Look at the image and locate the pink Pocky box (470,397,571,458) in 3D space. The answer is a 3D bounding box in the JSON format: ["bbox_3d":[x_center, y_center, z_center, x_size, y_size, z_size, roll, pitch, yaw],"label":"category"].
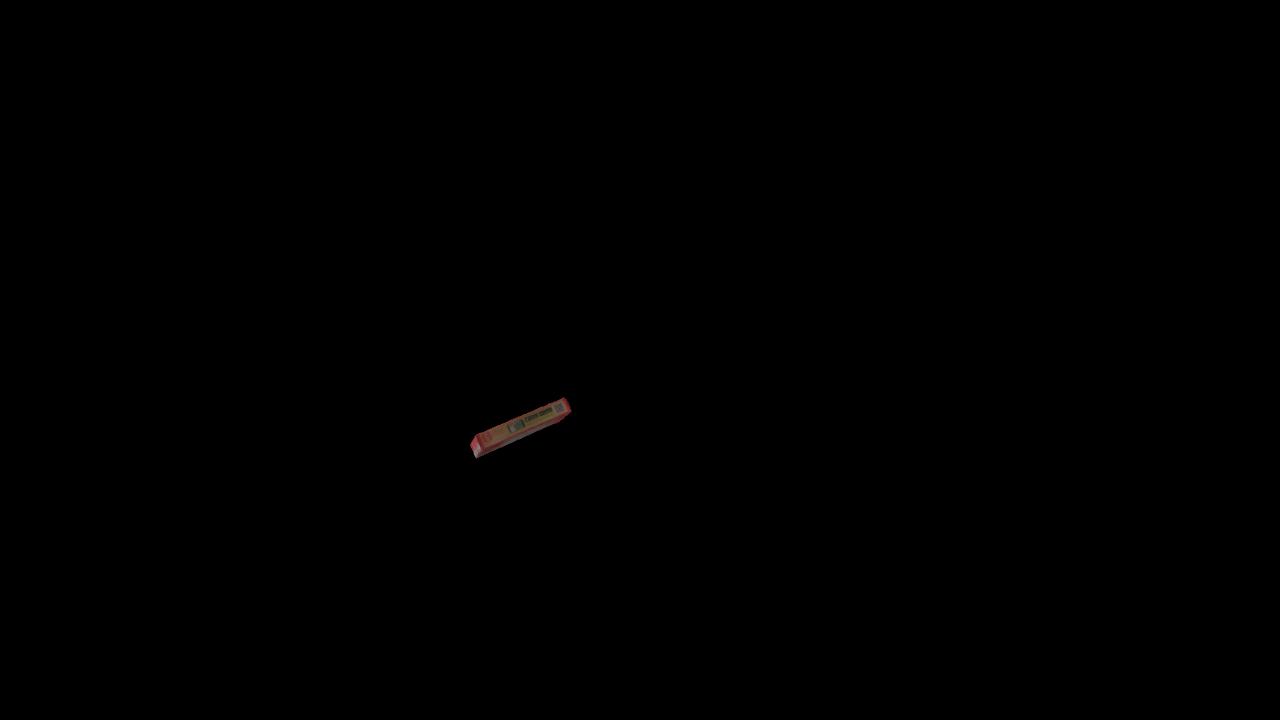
[{"bbox_3d":[-0.191,0.108,0.984,0.155,0.029,0.084,-23,-7,-26],"label":"pink Pocky box"}]
